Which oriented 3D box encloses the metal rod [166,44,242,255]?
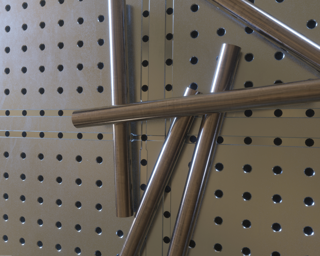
[{"bbox_3d":[0.052,0.044,0.393,0.025,0.025,0.298,16,95,19],"label":"metal rod"}]

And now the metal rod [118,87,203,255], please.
[{"bbox_3d":[-0.010,0.089,0.415,0.025,0.025,0.298,24,98,18],"label":"metal rod"}]

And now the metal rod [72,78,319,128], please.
[{"bbox_3d":[0.028,-0.026,0.374,0.301,0.025,0.025,-6,88,19],"label":"metal rod"}]

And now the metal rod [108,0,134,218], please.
[{"bbox_3d":[-0.054,-0.028,0.430,0.025,0.025,0.298,-2,89,19],"label":"metal rod"}]

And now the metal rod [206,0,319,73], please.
[{"bbox_3d":[0.141,-0.110,0.362,0.300,0.025,0.025,39,102,15],"label":"metal rod"}]
